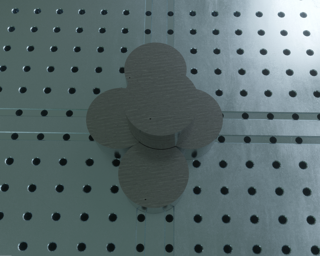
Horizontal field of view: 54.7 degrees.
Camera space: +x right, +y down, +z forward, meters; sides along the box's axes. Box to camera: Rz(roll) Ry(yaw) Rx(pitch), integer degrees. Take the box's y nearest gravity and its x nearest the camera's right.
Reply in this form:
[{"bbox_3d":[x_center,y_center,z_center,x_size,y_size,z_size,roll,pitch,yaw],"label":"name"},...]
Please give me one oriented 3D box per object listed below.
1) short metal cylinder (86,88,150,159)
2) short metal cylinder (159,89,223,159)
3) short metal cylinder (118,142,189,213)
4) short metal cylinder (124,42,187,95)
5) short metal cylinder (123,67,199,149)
[{"bbox_3d":[-0.049,-0.005,0.400,0.081,0.050,0.080,0,70,0],"label":"short metal cylinder"},{"bbox_3d":[0.036,-0.004,0.399,0.081,0.050,0.080,0,70,0],"label":"short metal cylinder"},{"bbox_3d":[-0.007,0.060,0.376,0.081,0.050,0.080,0,68,0],"label":"short metal cylinder"},{"bbox_3d":[-0.006,-0.068,0.423,0.081,0.050,0.080,0,70,-1],"label":"short metal cylinder"},{"bbox_3d":[0.001,-0.021,0.352,0.081,0.050,0.080,0,70,0],"label":"short metal cylinder"}]
